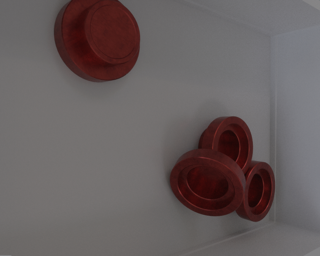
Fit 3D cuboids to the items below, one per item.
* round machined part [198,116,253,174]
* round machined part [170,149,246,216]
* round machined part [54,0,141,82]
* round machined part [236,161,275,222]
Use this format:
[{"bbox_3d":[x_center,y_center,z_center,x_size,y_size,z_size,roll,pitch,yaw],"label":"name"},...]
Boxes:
[{"bbox_3d":[0.097,0.031,0.477,0.099,0.042,0.097,0,90,-40],"label":"round machined part"},{"bbox_3d":[0.066,0.069,0.420,0.098,0.098,0.042,65,32,-20],"label":"round machined part"},{"bbox_3d":[-0.061,-0.102,0.344,0.099,0.042,0.097,0,90,-40],"label":"round machined part"},{"bbox_3d":[0.149,0.103,0.518,0.099,0.042,0.097,-4,96,-43],"label":"round machined part"}]
